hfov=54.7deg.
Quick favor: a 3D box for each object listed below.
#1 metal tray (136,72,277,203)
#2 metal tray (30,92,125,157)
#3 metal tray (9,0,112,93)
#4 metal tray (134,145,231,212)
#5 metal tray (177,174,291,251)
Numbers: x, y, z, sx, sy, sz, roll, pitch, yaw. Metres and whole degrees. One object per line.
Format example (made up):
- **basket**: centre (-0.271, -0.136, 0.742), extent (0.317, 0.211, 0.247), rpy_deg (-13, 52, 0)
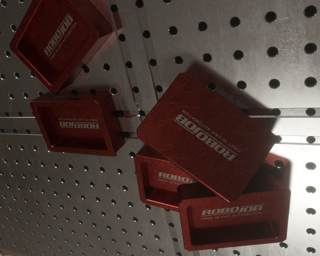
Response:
- **metal tray**: centre (0.051, 0.010, 0.350), extent (0.130, 0.090, 0.030), rpy_deg (36, 172, 4)
- **metal tray**: centre (-0.125, -0.006, 0.467), extent (0.130, 0.030, 0.089), rpy_deg (2, 119, 27)
- **metal tray**: centre (-0.133, -0.116, 0.403), extent (0.090, 0.030, 0.129), rpy_deg (48, 128, -6)
- **metal tray**: centre (0.032, 0.077, 0.437), extent (0.130, 0.030, 0.089), rpy_deg (8, 122, 23)
- **metal tray**: centre (0.091, 0.108, 0.391), extent (0.131, 0.030, 0.089), rpy_deg (-7, 119, 3)
